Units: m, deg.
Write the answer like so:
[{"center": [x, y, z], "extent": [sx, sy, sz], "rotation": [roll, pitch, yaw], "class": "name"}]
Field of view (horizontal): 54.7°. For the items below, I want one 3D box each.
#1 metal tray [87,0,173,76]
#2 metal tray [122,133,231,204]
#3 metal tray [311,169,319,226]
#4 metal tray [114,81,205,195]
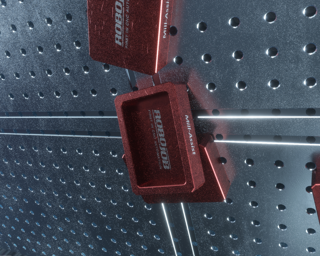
[{"center": [-0.034, -0.132, 0.343], "extent": [0.090, 0.030, 0.129], "rotation": [18, 125, 17], "class": "metal tray"}, {"center": [0.021, 0.061, 0.433], "extent": [0.130, 0.030, 0.090], "rotation": [-10, 114, 32], "class": "metal tray"}, {"center": [0.242, 0.086, 0.333], "extent": [0.130, 0.030, 0.090], "rotation": [-9, 114, 31], "class": "metal tray"}, {"center": [-0.002, 0.015, 0.385], "extent": [0.090, 0.030, 0.129], "rotation": [-11, 91, 32], "class": "metal tray"}]
